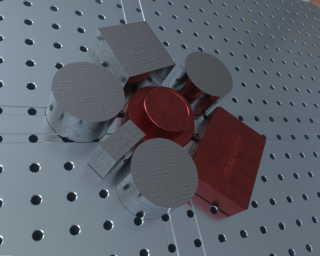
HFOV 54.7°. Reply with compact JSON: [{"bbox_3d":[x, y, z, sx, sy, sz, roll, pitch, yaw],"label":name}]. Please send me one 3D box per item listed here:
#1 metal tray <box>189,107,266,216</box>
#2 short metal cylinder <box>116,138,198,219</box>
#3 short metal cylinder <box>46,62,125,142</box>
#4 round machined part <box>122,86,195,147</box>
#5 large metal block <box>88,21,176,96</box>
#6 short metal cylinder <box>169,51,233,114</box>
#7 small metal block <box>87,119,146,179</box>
[{"bbox_3d":[0.090,0.041,0.426,0.090,0.030,0.130,35,51,-5],"label":"metal tray"},{"bbox_3d":[-0.004,0.058,0.353,0.081,0.050,0.080,14,56,-21],"label":"short metal cylinder"},{"bbox_3d":[-0.088,-0.030,0.362,0.081,0.050,0.080,14,56,-21],"label":"short metal cylinder"},{"bbox_3d":[0.003,-0.016,0.407,0.099,0.042,0.098,14,56,-21],"label":"round machined part"},{"bbox_3d":[-0.039,-0.096,0.430,0.081,0.050,0.080,-24,75,-36],"label":"large metal block"},{"bbox_3d":[0.061,-0.067,0.465,0.081,0.050,0.080,14,56,-21],"label":"short metal cylinder"},{"bbox_3d":[-0.049,0.024,0.350,0.025,0.050,0.050,45,51,2],"label":"small metal block"}]
